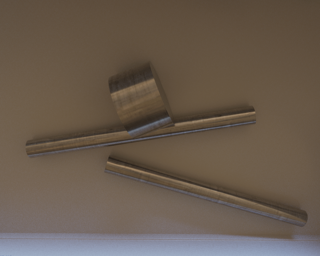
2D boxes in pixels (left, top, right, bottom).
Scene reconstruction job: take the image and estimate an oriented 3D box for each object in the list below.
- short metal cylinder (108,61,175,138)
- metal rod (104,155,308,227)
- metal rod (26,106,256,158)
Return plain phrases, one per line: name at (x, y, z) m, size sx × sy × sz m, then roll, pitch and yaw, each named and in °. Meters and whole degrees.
short metal cylinder at (-0.020, -0.033, 0.369) m, size 0.050 × 0.080 × 0.080 m, roll -21°, pitch 109°, yaw 7°
metal rod at (0.070, 0.093, 0.446) m, size 0.302 × 0.025 × 0.025 m, roll 17°, pitch 109°, yaw -7°
metal rod at (-0.027, 0.006, 0.413) m, size 0.302 × 0.025 × 0.025 m, roll -9°, pitch 110°, yaw 2°
